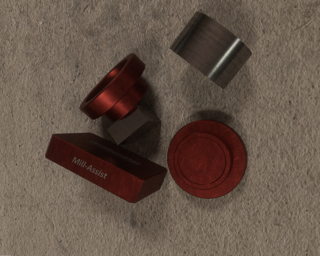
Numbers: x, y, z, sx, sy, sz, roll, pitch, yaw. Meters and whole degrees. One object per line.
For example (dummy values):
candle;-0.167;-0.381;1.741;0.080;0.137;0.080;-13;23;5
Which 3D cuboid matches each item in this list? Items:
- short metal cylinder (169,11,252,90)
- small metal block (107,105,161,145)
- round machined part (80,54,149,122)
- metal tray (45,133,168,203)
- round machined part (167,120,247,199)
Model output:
short metal cylinder;0.058;-0.089;0.359;0.080;0.080;0.050;41;103;15
small metal block;-0.033;-0.004;0.406;0.050;0.050;0.025;-39;78;15
round machined part;-0.053;-0.046;0.397;0.098;0.098;0.042;-40;110;15
metal tray;-0.065;0.045;0.396;0.130;0.090;0.030;23;98;18
round machined part;0.055;0.038;0.380;0.098;0.042;0.097;0;90;19
